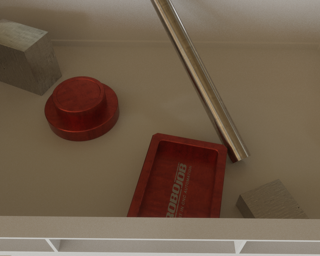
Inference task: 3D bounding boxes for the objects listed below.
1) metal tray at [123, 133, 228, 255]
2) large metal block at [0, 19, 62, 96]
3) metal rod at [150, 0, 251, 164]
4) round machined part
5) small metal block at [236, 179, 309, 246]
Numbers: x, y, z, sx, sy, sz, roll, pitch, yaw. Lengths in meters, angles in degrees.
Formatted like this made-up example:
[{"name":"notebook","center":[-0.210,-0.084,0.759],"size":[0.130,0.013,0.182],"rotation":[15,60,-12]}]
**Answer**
[{"name":"metal tray","center":[0.022,0.070,0.342],"size":[0.090,0.030,0.130],"rotation":[10,51,8]},{"name":"large metal block","center":[-0.201,-0.103,0.453],"size":[0.080,0.080,0.050],"rotation":[19,53,15]},{"name":"metal rod","center":[0.038,-0.094,0.408],"size":[0.025,0.025,0.299],"rotation":[-21,77,-17]},{"name":"round machined part","center":[-0.107,-0.033,0.420],"size":[0.099,0.042,0.098],"rotation":[0,50,0]},{"name":"small metal block","center":[0.118,0.089,0.332],"size":[0.050,0.025,0.050],"rotation":[-17,52,-15]}]
